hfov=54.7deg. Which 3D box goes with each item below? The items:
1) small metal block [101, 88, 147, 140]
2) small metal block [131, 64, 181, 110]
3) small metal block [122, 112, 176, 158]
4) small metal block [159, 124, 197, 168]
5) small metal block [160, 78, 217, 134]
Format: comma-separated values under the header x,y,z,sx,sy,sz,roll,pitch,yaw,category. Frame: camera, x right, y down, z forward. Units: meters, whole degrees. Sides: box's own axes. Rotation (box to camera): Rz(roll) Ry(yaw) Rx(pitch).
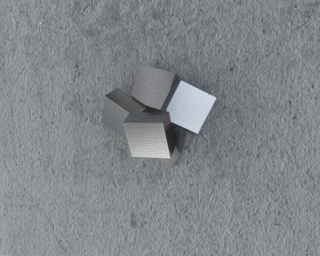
x,y,z,sx,sy,sz,roll,pitch,yaw,category
-0.049,-0.017,0.414,0.050,0.025,0.050,35,137,15,small metal block
-0.006,-0.053,0.412,0.050,0.025,0.050,18,96,18,small metal block
-0.012,0.008,0.375,0.050,0.025,0.050,0,123,19,small metal block
0.011,0.016,0.406,0.050,0.025,0.050,34,101,16,small metal block
0.034,-0.028,0.386,0.050,0.025,0.050,24,99,-16,small metal block
